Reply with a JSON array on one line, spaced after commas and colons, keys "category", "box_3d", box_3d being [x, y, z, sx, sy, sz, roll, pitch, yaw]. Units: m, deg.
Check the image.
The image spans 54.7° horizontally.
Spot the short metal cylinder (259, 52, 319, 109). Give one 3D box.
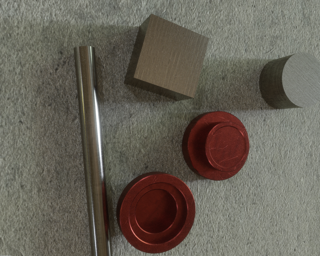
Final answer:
[{"category": "short metal cylinder", "box_3d": [0.200, -0.070, 0.470, 0.081, 0.050, 0.080, 0, 90, -20]}]

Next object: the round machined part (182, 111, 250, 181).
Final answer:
[{"category": "round machined part", "box_3d": [0.084, 0.025, 0.431, 0.099, 0.042, 0.097, 0, 90, -20]}]

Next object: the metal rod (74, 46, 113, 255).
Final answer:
[{"category": "metal rod", "box_3d": [-0.080, 0.052, 0.379, 0.025, 0.025, 0.298, -5, 92, -20]}]

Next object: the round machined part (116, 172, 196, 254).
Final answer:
[{"category": "round machined part", "box_3d": [-0.008, 0.104, 0.398, 0.099, 0.042, 0.097, 0, 90, -20]}]

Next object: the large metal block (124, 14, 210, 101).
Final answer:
[{"category": "large metal block", "box_3d": [0.008, -0.086, 0.399, 0.081, 0.050, 0.080, 17, 85, -20]}]
